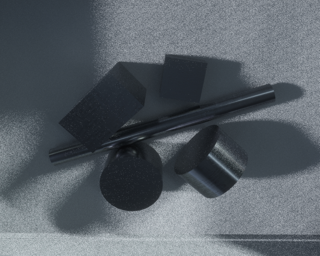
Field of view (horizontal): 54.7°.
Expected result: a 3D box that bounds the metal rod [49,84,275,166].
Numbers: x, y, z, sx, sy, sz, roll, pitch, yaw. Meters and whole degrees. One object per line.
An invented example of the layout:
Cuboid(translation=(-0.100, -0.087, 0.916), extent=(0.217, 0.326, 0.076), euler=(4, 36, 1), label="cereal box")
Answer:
Cuboid(translation=(-0.001, -0.002, 0.409), extent=(0.301, 0.025, 0.025), euler=(-16, 110, 5), label="metal rod")

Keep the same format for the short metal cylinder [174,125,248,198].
Cuboid(translation=(0.064, 0.042, 0.397), extent=(0.050, 0.080, 0.080), euler=(41, 105, -14), label="short metal cylinder")

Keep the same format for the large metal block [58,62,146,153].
Cuboid(translation=(-0.064, -0.028, 0.370), extent=(0.080, 0.080, 0.050), euler=(-41, 105, 13), label="large metal block")

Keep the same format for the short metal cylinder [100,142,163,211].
Cuboid(translation=(-0.037, 0.064, 0.419), extent=(0.081, 0.050, 0.079), euler=(0, 110, -1), label="short metal cylinder")

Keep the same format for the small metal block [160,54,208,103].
Cuboid(translation=(0.028, -0.062, 0.387), extent=(0.050, 0.025, 0.050), euler=(8, 110, -4), label="small metal block")
